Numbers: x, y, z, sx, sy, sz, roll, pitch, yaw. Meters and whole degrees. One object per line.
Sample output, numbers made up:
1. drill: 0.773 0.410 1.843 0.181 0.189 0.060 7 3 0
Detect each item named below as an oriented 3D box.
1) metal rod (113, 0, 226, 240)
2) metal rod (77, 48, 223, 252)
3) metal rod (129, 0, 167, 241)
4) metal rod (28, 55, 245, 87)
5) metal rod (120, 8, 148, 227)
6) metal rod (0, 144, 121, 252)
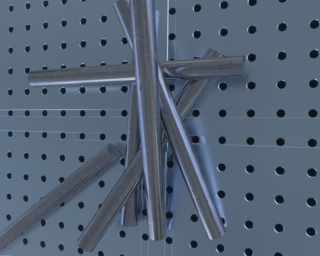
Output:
1. metal rod: 0.015 -0.005 0.368 0.025 0.025 0.299 -19 98 19
2. metal rod: -0.013 0.031 0.397 0.025 0.025 0.299 35 94 16
3. metal rod: -0.011 0.005 0.358 0.025 0.025 0.298 6 115 20
4. metal rod: -0.046 -0.070 0.402 0.300 0.025 0.025 1 90 22
5. metal rod: -0.031 -0.017 0.424 0.025 0.025 0.298 5 92 20
6. metal rod: -0.178 0.121 0.476 0.300 0.025 0.025 -38 78 16
